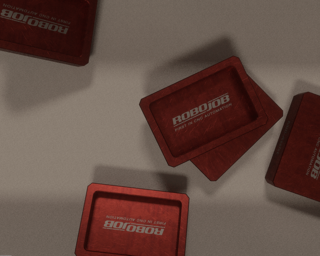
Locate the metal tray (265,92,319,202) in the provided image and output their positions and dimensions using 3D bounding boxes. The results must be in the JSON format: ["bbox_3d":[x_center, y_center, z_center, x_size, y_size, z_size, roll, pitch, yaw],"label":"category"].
[{"bbox_3d":[0.207,0.027,0.412,0.090,0.030,0.129,19,90,-1],"label":"metal tray"}]

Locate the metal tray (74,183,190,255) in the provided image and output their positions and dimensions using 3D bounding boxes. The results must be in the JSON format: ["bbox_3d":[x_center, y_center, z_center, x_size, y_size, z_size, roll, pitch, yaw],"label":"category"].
[{"bbox_3d":[-0.032,0.123,0.393,0.131,0.030,0.090,7,70,-1],"label":"metal tray"}]

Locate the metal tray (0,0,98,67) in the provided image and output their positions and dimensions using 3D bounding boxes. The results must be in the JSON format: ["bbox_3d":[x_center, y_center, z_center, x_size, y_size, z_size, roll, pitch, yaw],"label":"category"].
[{"bbox_3d":[-0.148,-0.131,0.374,0.131,0.030,0.089,7,94,-31],"label":"metal tray"}]

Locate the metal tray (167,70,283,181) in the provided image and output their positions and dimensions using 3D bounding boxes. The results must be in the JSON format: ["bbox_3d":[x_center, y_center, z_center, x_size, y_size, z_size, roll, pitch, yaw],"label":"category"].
[{"bbox_3d":[0.083,-0.006,0.410,0.130,0.030,0.090,-44,91,0],"label":"metal tray"}]

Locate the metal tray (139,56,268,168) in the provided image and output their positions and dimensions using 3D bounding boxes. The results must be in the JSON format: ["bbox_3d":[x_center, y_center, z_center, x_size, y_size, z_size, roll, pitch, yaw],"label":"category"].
[{"bbox_3d":[0.052,-0.019,0.379,0.131,0.030,0.090,-25,90,-1],"label":"metal tray"}]
